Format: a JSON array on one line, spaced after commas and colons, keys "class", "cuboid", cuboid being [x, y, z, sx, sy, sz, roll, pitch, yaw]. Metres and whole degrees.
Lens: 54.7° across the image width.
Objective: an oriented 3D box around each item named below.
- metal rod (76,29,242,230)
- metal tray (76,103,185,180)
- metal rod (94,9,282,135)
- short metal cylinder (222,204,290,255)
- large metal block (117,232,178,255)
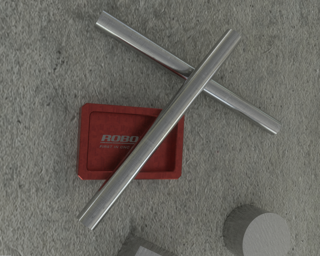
[{"class": "metal rod", "cuboid": [0.007, -0.008, 0.380, 0.025, 0.025, 0.300, 42, 76, -16]}, {"class": "metal tray", "cuboid": [-0.036, 0.018, 0.393, 0.131, 0.030, 0.089, 3, 89, -20]}, {"class": "metal rod", "cuboid": [0.051, -0.068, 0.428, 0.301, 0.025, 0.025, 28, 81, -18]}, {"class": "short metal cylinder", "cuboid": [0.139, 0.156, 0.449, 0.081, 0.050, 0.079, 0, 90, -20]}, {"class": "large metal block", "cuboid": [-0.019, 0.192, 0.390, 0.080, 0.050, 0.080, 32, 79, -18]}]
